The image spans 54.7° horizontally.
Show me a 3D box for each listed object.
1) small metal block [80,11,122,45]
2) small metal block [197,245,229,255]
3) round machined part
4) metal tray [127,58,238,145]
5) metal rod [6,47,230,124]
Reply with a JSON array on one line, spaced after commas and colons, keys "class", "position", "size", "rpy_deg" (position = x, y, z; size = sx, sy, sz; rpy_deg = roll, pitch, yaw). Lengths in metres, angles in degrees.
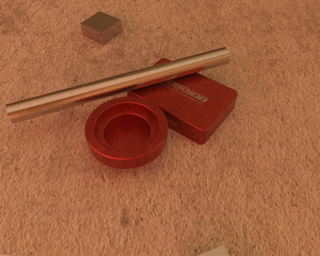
[{"class": "small metal block", "position": [-0.104, -0.179, 0.552], "size": [0.050, 0.025, 0.050], "rpy_deg": [29, 55, 22]}, {"class": "small metal block", "position": [0.046, 0.144, 0.283], "size": [0.050, 0.025, 0.050], "rpy_deg": [-17, 52, -14]}, {"class": "round machined part", "position": [-0.040, 0.010, 0.383], "size": [0.099, 0.042, 0.098], "rpy_deg": [0, 50, 0]}, {"class": "metal tray", "position": [0.030, -0.043, 0.436], "size": [0.130, 0.030, 0.090], "rpy_deg": [30, 56, 22]}, {"class": "metal rod", "position": [-0.043, -0.062, 0.414], "size": [0.302, 0.025, 0.025], "rpy_deg": [-18, 53, -15]}]
